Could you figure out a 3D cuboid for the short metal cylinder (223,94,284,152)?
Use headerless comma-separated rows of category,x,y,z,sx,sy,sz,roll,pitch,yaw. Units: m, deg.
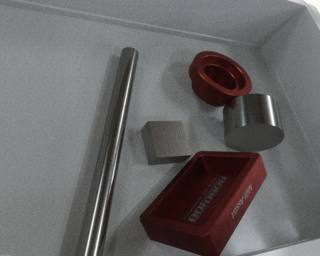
short metal cylinder,0.133,-0.005,0.448,0.081,0.080,0.050,16,56,-20

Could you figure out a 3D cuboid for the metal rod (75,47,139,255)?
metal rod,-0.056,0.016,0.366,0.025,0.025,0.300,19,54,-18

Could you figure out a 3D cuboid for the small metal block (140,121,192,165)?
small metal block,0.008,0.019,0.400,0.050,0.025,0.050,-1,62,-29

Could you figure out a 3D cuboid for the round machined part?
round machined part,0.089,-0.071,0.481,0.099,0.042,0.098,15,46,-16

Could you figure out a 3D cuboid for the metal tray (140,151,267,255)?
metal tray,0.051,0.075,0.345,0.131,0.090,0.030,-42,118,-39
